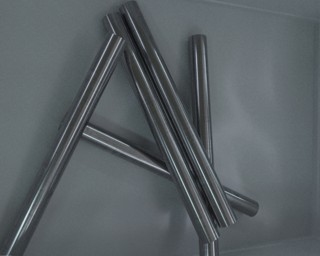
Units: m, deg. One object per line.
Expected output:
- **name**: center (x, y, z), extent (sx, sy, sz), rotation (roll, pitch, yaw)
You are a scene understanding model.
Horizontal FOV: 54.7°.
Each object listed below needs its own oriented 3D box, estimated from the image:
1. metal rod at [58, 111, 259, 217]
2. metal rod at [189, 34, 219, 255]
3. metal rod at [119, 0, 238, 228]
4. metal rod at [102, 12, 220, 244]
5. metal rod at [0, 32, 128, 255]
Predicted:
- **metal rod**: center (0.012, 0.056, 0.416), extent (0.301, 0.025, 0.025), rotation (27, 81, -19)
- **metal rod**: center (0.058, 0.022, 0.413), extent (0.025, 0.025, 0.298), rotation (1, 82, -20)
- **metal rod**: center (0.021, -0.020, 0.387), extent (0.025, 0.025, 0.299), rotation (-23, 86, -19)
- **metal rod**: center (0.000, -0.003, 0.381), extent (0.025, 0.025, 0.299), rotation (-23, 87, -19)
- **metal rod**: center (-0.114, 0.033, 0.347), extent (0.025, 0.025, 0.299), rotation (26, 89, -19)
